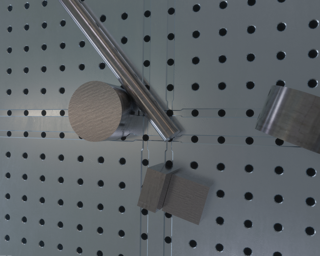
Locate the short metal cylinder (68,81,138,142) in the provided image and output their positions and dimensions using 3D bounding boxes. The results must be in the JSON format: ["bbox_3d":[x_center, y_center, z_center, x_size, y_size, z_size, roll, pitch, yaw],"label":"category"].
[{"bbox_3d":[-0.077,-0.022,0.426,0.080,0.050,0.079,0,90,20],"label":"short metal cylinder"}]

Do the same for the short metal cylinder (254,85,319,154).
[{"bbox_3d":[0.149,-0.008,0.331,0.080,0.080,0.050,23,98,18],"label":"short metal cylinder"}]

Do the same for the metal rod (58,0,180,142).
[{"bbox_3d":[-0.072,-0.106,0.437,0.025,0.025,0.299,-41,78,15],"label":"metal rod"}]

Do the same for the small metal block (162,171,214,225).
[{"bbox_3d":[0.036,0.089,0.400,0.050,0.025,0.050,17,96,19],"label":"small metal block"}]

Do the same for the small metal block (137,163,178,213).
[{"bbox_3d":[-0.002,0.076,0.400,0.025,0.050,0.050,17,96,19],"label":"small metal block"}]
